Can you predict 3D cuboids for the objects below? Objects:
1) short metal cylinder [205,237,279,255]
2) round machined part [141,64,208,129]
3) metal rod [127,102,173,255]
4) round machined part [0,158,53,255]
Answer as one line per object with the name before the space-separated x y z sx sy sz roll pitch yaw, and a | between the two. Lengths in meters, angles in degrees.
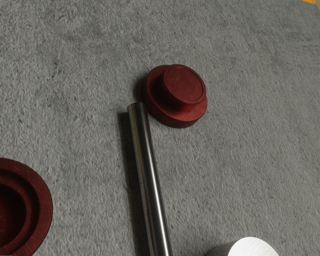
short metal cylinder | 0.091 0.165 0.338 0.081 0.050 0.080 14 56 -21
round machined part | 0.026 -0.052 0.440 0.099 0.042 0.098 14 56 -21
metal rod | -0.005 0.105 0.338 0.025 0.025 0.299 3 60 -27
round machined part | -0.147 0.078 0.267 0.099 0.042 0.098 14 56 -21
